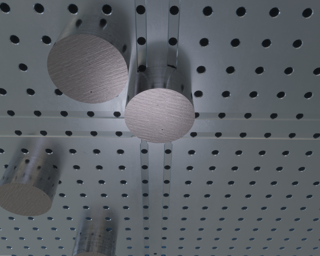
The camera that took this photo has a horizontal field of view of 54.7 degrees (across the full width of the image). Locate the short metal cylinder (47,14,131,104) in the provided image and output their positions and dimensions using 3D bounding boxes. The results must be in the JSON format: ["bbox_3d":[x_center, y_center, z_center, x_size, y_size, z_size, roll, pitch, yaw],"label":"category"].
[{"bbox_3d":[-0.073,-0.073,0.332,0.081,0.050,0.079,0,130,0],"label":"short metal cylinder"}]

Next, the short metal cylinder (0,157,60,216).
[{"bbox_3d":[-0.199,0.089,0.469,0.081,0.050,0.079,0,130,0],"label":"short metal cylinder"}]

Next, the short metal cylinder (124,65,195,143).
[{"bbox_3d":[0.000,-0.028,0.371,0.081,0.050,0.079,0,130,0],"label":"short metal cylinder"}]

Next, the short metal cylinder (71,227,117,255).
[{"bbox_3d":[-0.125,0.234,0.593,0.081,0.050,0.079,0,130,0],"label":"short metal cylinder"}]
